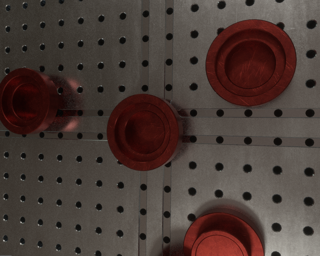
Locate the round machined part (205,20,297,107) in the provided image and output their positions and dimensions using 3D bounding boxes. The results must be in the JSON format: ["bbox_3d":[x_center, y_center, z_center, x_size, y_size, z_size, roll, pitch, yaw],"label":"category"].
[{"bbox_3d":[0.106,-0.073,0.366,0.098,0.042,0.097,0,90,19],"label":"round machined part"}]

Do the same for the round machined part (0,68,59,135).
[{"bbox_3d":[-0.195,-0.039,0.470,0.098,0.042,0.097,0,90,19],"label":"round machined part"}]

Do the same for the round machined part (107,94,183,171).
[{"bbox_3d":[-0.017,0.005,0.409,0.098,0.042,0.097,0,90,19],"label":"round machined part"}]

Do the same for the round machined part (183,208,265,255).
[{"bbox_3d":[0.076,0.152,0.377,0.098,0.042,0.097,0,90,19],"label":"round machined part"}]
